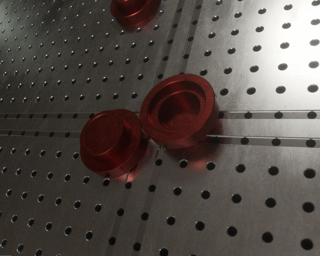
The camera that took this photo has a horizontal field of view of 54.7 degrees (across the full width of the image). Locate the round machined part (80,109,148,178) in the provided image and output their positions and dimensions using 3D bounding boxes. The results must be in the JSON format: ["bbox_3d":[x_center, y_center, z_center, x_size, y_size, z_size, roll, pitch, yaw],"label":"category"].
[{"bbox_3d":[-0.069,0.015,0.423,0.098,0.042,0.098,-13,56,20],"label":"round machined part"}]

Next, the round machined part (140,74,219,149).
[{"bbox_3d":[0.027,-0.017,0.393,0.098,0.042,0.098,-13,56,20],"label":"round machined part"}]

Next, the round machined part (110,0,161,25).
[{"bbox_3d":[-0.050,-0.240,0.569,0.098,0.042,0.098,-13,56,20],"label":"round machined part"}]
